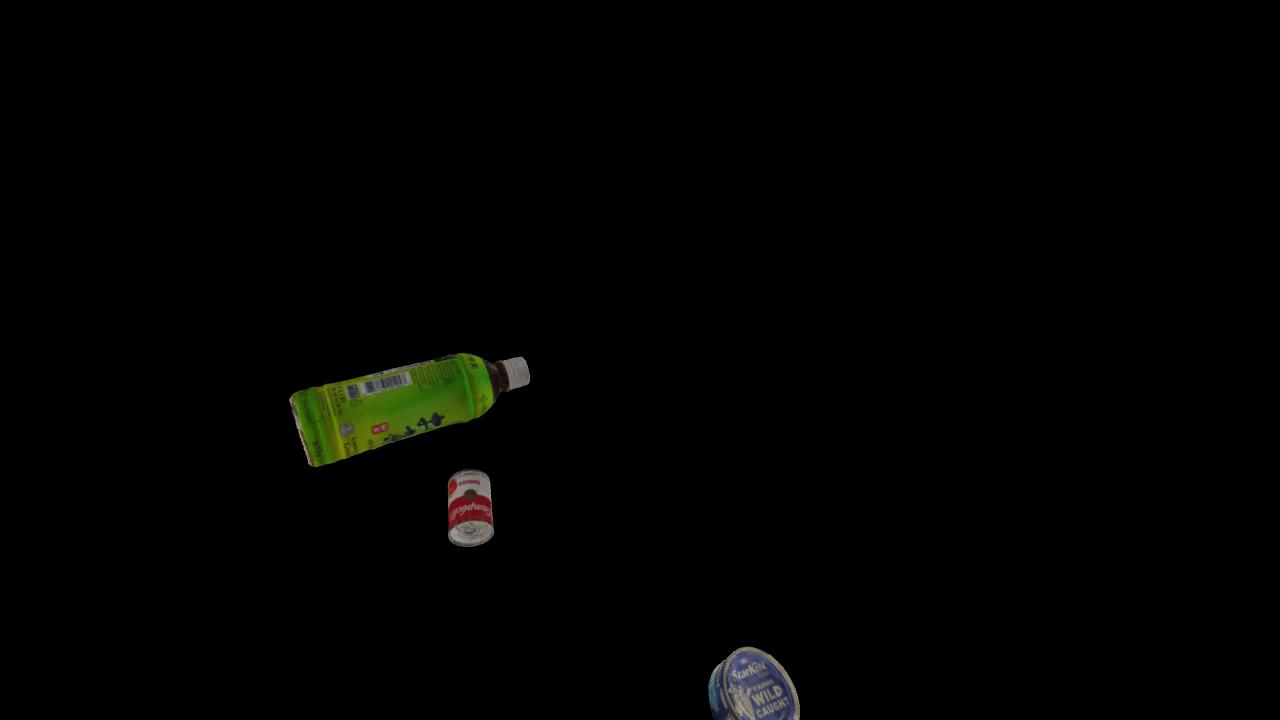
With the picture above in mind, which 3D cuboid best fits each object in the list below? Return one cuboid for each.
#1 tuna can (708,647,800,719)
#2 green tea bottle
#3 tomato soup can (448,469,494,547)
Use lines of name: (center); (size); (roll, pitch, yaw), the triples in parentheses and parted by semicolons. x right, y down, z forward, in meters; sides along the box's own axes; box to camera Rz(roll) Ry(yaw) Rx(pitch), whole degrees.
tuna can: (0.107, 0.321, 0.584); (0.084, 0.084, 0.034); (0, -44, -40)
green tea bottle: (-0.208, 0.036, 0.584); (0.212, 0.073, 0.073); (-17, 8, -26)
tomato soup can: (-0.264, 0.229, 0.958); (0.068, 0.068, 0.101); (0, 40, -18)
